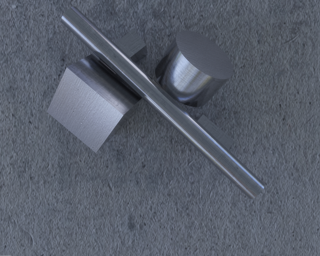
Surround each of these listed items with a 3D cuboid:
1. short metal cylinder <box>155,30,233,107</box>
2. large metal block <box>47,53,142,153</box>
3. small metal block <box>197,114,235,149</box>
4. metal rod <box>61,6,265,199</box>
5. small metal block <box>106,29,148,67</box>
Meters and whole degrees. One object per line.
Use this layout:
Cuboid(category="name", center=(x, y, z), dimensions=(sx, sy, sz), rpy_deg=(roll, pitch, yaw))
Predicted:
Cuboid(category="short metal cylinder", center=(0.041, -0.072, 0.378), dimensions=(0.080, 0.080, 0.050), rpy_deg=(39, 131, 0))
Cuboid(category="large metal block", center=(-0.080, -0.030, 0.380), dimensions=(0.080, 0.050, 0.080), rpy_deg=(41, 130, -1))
Cuboid(category="small metal block", center=(0.063, 0.009, 0.396), dimensions=(0.050, 0.050, 0.025), rpy_deg=(41, 90, -1))
Cuboid(category="metal rod", center=(0.004, -0.029, 0.361), dimensions=(0.300, 0.025, 0.025), rpy_deg=(43, 90, -1))
Cuboid(category="small metal block", center=(-0.044, -0.095, 0.398), dimensions=(0.050, 0.050, 0.025), rpy_deg=(-39, 90, 0))
